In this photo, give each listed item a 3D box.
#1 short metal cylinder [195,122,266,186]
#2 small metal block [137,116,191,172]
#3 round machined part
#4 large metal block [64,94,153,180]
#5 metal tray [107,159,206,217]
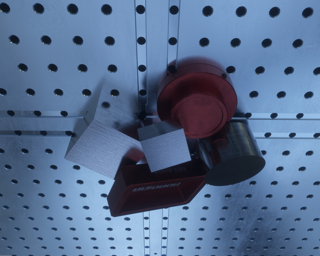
[{"bbox_3d":[0.092,0.036,0.412,0.081,0.050,0.080,-9,145,-6],"label":"short metal cylinder"},{"bbox_3d":[0.006,0.020,0.368,0.050,0.025,0.050,-17,126,0],"label":"small metal block"},{"bbox_3d":[0.046,-0.025,0.379,0.099,0.042,0.097,0,130,0],"label":"round machined part"},{"bbox_3d":[-0.066,0.016,0.408,0.080,0.050,0.080,29,124,-22],"label":"large metal block"},{"bbox_3d":[-0.001,0.085,0.443,0.131,0.030,0.089,-2,142,-28],"label":"metal tray"}]
